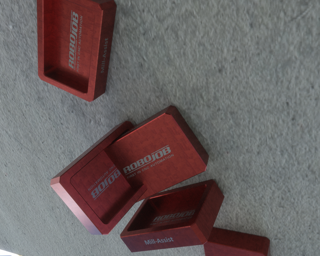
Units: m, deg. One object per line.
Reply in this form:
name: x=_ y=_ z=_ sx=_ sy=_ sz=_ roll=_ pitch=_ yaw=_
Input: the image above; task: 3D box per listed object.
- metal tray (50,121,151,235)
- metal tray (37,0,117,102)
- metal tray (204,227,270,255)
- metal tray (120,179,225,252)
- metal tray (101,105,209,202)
metal tray: x=-0.063 y=0.062 z=0.406 sx=0.030 sy=0.131 sz=0.090 roll=-22 pitch=107 yaw=48
metal tray: x=-0.109 y=-0.107 z=0.392 sx=0.090 sy=0.030 sz=0.129 roll=25 pitch=127 yaw=12
metal tray: x=0.120 y=0.216 z=0.473 sx=0.090 sy=0.030 sz=0.129 roll=3 pitch=120 yaw=26
metal tray: x=0.016 y=0.123 z=0.430 sx=0.130 sy=0.090 sz=0.030 roll=-23 pitch=106 yaw=36
metal tray: x=-0.013 y=0.039 z=0.415 sx=0.130 sy=0.030 sz=0.090 roll=-30 pitch=102 yaw=24
